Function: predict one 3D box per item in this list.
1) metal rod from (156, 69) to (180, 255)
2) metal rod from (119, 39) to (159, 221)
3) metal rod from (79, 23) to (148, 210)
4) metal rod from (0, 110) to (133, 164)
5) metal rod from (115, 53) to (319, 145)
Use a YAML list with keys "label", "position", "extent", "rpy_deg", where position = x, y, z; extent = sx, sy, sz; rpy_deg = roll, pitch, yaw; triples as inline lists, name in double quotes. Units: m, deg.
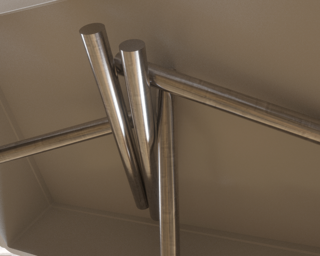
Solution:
- label: "metal rod"
  position: [0.010, 0.080, 0.374]
  extent: [0.025, 0.025, 0.298]
  rpy_deg: [0, 94, 28]
- label: "metal rod"
  position: [-0.015, 0.030, 0.395]
  extent: [0.025, 0.025, 0.298]
  rpy_deg: [14, 137, 20]
- label: "metal rod"
  position: [-0.046, 0.013, 0.397]
  extent: [0.025, 0.025, 0.298]
  rpy_deg: [12, 137, 22]
- label: "metal rod"
  position: [-0.156, 0.019, 0.433]
  extent: [0.301, 0.025, 0.025]
  rpy_deg: [-15, 113, 10]
- label: "metal rod"
  position: [0.091, -0.022, 0.327]
  extent: [0.301, 0.025, 0.025]
  rpy_deg: [20, 126, 8]
